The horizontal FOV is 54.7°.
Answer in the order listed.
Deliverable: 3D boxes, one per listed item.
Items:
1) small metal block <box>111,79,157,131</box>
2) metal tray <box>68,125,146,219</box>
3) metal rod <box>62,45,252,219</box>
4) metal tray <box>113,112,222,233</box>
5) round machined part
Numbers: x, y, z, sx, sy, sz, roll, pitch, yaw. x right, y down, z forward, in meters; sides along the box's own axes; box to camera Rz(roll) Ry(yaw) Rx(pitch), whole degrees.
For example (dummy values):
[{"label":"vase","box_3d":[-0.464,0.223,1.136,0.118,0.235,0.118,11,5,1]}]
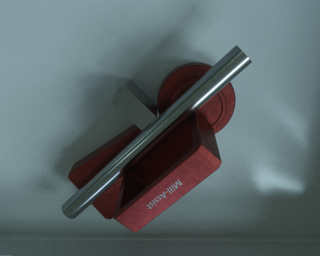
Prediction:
[{"label":"small metal block","box_3d":[-0.030,-0.030,0.385,0.025,0.050,0.050,-43,105,14]},{"label":"metal tray","box_3d":[-0.047,0.059,0.428,0.130,0.030,0.090,-33,107,11]},{"label":"metal rod","box_3d":[-0.016,0.016,0.374,0.299,0.025,0.025,-42,105,18]},{"label":"metal tray","box_3d":[0.006,0.047,0.352,0.030,0.090,0.130,41,111,-17]},{"label":"round machined part","box_3d":[0.046,-0.031,0.390,0.099,0.042,0.097,0,110,-1]}]
